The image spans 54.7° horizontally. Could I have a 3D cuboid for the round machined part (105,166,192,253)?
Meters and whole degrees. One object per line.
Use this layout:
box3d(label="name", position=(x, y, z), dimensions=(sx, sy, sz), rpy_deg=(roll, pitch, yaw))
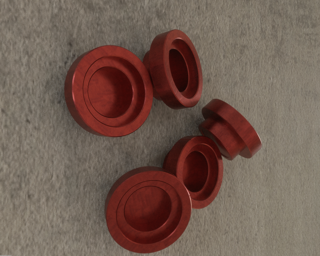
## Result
box3d(label="round machined part", position=(-0.016, 0.092, 0.366), dimensions=(0.099, 0.042, 0.097), rpy_deg=(-2, 99, -15))

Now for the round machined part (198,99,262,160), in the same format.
box3d(label="round machined part", position=(0.093, 0.008, 0.444), dimensions=(0.042, 0.098, 0.098), rpy_deg=(-42, 118, -6))

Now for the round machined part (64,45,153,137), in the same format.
box3d(label="round machined part", position=(-0.059, -0.039, 0.345), dimensions=(0.099, 0.042, 0.097), rpy_deg=(0, 91, -39))

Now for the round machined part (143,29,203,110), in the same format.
box3d(label="round machined part", position=(0.014, -0.071, 0.395), dimensions=(0.098, 0.042, 0.098), rpy_deg=(18, 69, -54))

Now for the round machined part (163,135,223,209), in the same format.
box3d(label="round machined part", position=(0.042, 0.059, 0.428), dimensions=(0.099, 0.042, 0.097), rpy_deg=(2, 88, -43))
